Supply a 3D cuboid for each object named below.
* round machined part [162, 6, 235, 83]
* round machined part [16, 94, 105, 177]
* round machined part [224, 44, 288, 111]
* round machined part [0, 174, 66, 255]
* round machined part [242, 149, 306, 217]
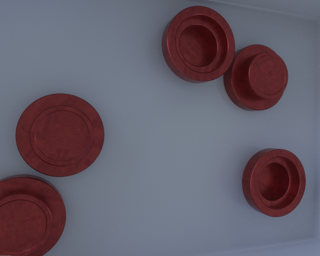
[{"bbox_3d":[0.048,-0.109,0.419,0.099,0.042,0.097,0,90,-20],"label":"round machined part"},{"bbox_3d":[-0.114,0.008,0.360,0.099,0.042,0.097,0,90,-20],"label":"round machined part"},{"bbox_3d":[0.147,-0.075,0.455,0.099,0.042,0.097,0,90,-20],"label":"round machined part"},{"bbox_3d":[-0.156,0.103,0.344,0.099,0.042,0.097,0,90,-20],"label":"round machined part"},{"bbox_3d":[0.163,0.079,0.462,0.099,0.042,0.097,0,90,-20],"label":"round machined part"}]
